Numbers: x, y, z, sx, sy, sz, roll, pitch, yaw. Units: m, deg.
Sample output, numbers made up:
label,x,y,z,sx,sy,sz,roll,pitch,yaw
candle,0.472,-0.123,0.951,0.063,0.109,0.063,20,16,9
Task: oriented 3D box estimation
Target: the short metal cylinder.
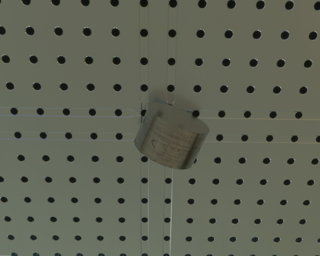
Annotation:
label,x,y,z,sx,sy,sz,roll,pitch,yaw
short metal cylinder,0.014,0.008,0.387,0.080,0.080,0.050,21,109,-8
